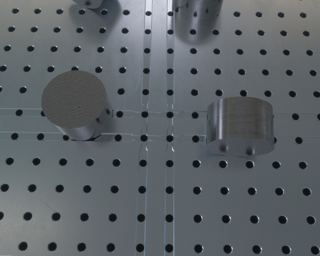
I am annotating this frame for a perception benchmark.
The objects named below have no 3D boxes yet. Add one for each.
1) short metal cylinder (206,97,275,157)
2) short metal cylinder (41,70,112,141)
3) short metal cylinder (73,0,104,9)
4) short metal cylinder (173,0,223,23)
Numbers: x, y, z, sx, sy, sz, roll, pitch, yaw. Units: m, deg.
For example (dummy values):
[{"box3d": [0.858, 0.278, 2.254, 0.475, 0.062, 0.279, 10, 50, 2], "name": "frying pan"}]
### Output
[{"box3d": [0.098, 0.001, 0.383, 0.080, 0.080, 0.050, 4, 70, 1], "name": "short metal cylinder"}, {"box3d": [-0.107, -0.028, 0.408, 0.081, 0.050, 0.080, 0, 70, 0], "name": "short metal cylinder"}, {"box3d": [-0.111, -0.229, 0.465, 0.080, 0.080, 0.050, 24, 72, 8], "name": "short metal cylinder"}, {"box3d": [0.060, -0.210, 0.476, 0.081, 0.050, 0.080, 0, 70, 0], "name": "short metal cylinder"}]
